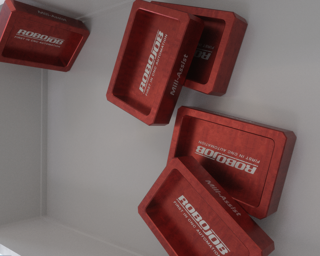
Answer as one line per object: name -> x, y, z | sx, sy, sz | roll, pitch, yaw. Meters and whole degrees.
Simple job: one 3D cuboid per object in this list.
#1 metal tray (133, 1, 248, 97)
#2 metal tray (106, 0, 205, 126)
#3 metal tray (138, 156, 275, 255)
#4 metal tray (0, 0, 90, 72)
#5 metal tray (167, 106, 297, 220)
metal tray -> 0.030, -0.099, 0.378 | 0.130, 0.030, 0.089 | 25, 106, 37
metal tray -> -0.011, -0.078, 0.372 | 0.090, 0.030, 0.129 | 31, 109, 35
metal tray -> 0.041, 0.104, 0.329 | 0.130, 0.030, 0.089 | 47, 118, 30
metal tray -> -0.190, -0.141, 0.495 | 0.090, 0.131, 0.030 | -51, 60, 28
metal tray -> 0.071, 0.032, 0.344 | 0.130, 0.030, 0.089 | 18, 102, 38
